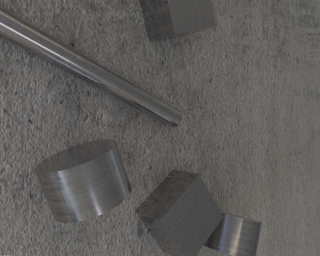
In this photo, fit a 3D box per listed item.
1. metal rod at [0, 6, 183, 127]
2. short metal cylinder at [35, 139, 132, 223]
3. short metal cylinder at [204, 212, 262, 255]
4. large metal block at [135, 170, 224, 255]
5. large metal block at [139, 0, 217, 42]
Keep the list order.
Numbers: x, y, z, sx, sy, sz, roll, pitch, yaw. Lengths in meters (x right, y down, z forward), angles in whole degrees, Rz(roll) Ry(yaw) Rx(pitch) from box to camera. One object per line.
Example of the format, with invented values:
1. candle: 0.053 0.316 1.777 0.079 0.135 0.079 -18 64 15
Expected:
1. metal rod: -0.086 -0.067 0.332 0.301 0.025 0.025 27 73 -37
2. short metal cylinder: -0.074 0.049 0.307 0.081 0.080 0.050 -26 107 -37
3. short metal cylinder: 0.104 0.154 0.456 0.080 0.080 0.050 22 76 -38
4. large metal block: 0.028 0.114 0.410 0.080 0.050 0.080 -43 116 -30
5. large metal block: 0.022 -0.163 0.406 0.081 0.050 0.080 -23 105 -38
